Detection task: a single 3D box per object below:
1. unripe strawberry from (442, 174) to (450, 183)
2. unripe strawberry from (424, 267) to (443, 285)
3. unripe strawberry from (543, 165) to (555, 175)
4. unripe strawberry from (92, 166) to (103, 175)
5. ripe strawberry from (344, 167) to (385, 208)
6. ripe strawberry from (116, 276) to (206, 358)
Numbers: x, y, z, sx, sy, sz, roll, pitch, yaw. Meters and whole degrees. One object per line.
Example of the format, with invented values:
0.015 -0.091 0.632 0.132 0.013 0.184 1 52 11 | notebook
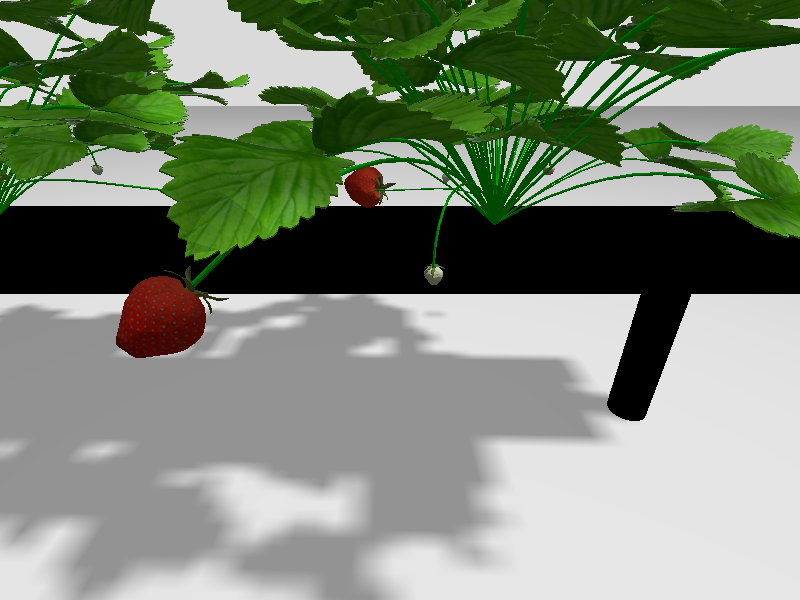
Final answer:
0.059 -0.154 0.506 0.011 0.011 0.010 -4 28 -8 | unripe strawberry
0.019 -0.014 0.232 0.011 0.011 0.010 12 30 22 | unripe strawberry
0.193 -0.168 0.519 0.014 0.013 0.013 15 31 26 | unripe strawberry
-0.380 -0.163 0.503 0.011 0.011 0.011 -2 28 -4 | unripe strawberry
-0.039 -0.116 0.413 0.042 0.041 0.039 14 31 26 | ripe strawberry
-0.107 0.009 0.177 0.037 0.037 0.031 24 -26 38 | ripe strawberry
